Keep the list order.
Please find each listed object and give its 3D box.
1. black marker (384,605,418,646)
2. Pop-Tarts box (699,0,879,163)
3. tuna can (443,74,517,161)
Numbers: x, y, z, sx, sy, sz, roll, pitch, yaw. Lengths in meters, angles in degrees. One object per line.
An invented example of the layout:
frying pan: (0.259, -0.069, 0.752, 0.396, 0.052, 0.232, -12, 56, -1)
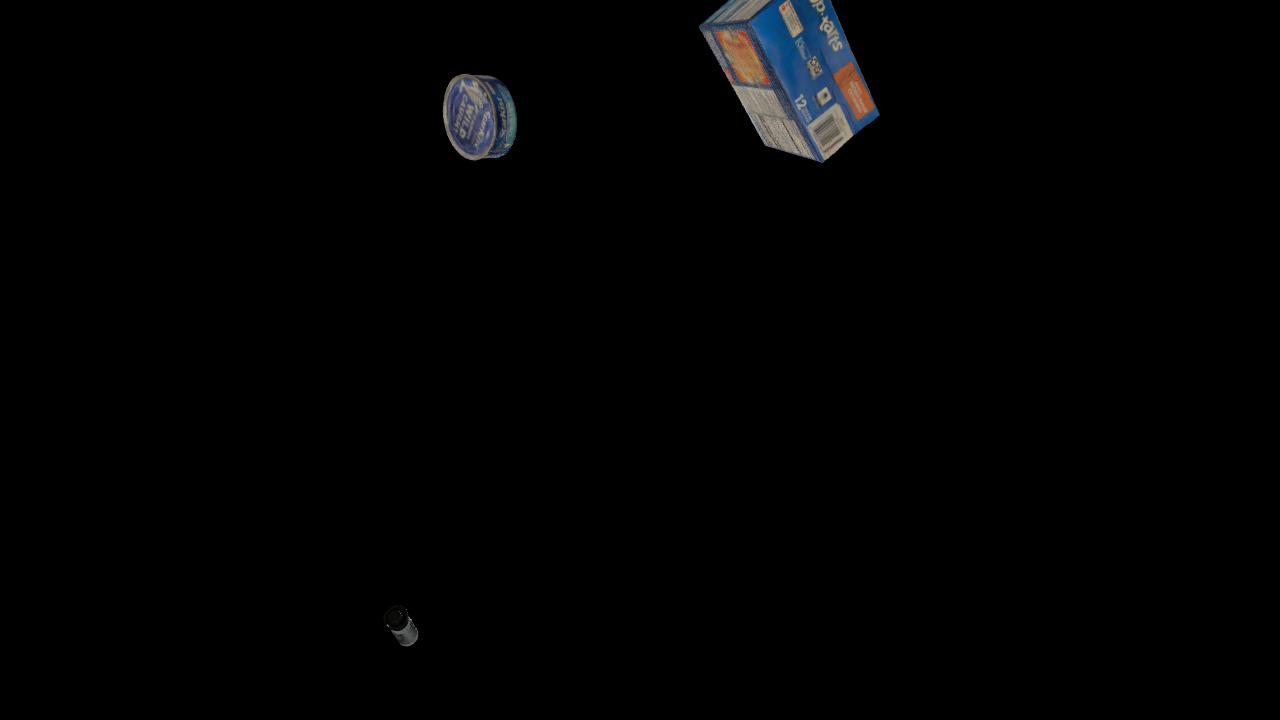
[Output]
black marker: (-0.212, 0.238, 0.549, 0.020, 0.020, 0.121, 0, -31, -15)
Pop-Tarts box: (0.161, -0.318, 0.673, 0.083, 0.167, 0.141, -38, 30, 3)
tuna can: (-0.169, -0.256, 0.651, 0.084, 0.084, 0.034, 0, 18, 39)
